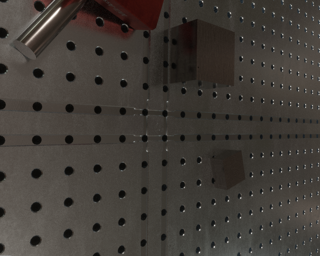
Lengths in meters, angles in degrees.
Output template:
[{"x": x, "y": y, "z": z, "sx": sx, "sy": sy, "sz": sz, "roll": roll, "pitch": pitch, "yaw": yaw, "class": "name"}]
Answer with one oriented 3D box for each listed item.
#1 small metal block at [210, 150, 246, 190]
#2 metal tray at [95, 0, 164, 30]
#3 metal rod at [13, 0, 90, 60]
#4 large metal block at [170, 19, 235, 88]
[{"x": 0.111, "y": 0.067, "z": 0.506, "sx": 0.050, "sy": 0.025, "sz": 0.050, "roll": -18, "pitch": 102, "yaw": -39, "class": "small metal block"}, {"x": -0.041, "y": -0.177, "z": 0.342, "sx": 0.131, "sy": 0.030, "sz": 0.090, "roll": 19, "pitch": 86, "yaw": -55, "class": "metal tray"}, {"x": -0.060, "y": -0.193, "z": 0.360, "sx": 0.025, "sy": 0.025, "sz": 0.300, "roll": 46, "pitch": 62, "yaw": -31, "class": "metal rod"}, {"x": 0.062, "y": -0.102, "z": 0.447, "sx": 0.081, "sy": 0.050, "sz": 0.079, "roll": 1, "pitch": 89, "yaw": -40, "class": "large metal block"}]
